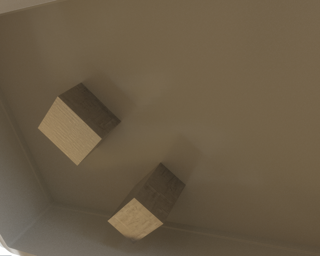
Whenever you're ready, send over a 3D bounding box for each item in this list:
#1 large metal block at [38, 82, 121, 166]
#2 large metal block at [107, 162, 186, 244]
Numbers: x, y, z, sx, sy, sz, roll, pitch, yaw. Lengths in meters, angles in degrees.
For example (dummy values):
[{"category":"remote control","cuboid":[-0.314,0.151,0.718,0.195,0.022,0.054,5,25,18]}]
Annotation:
[{"category":"large metal block","cuboid":[-0.118,-0.005,0.452,0.080,0.050,0.080,45,129,-3]},{"category":"large metal block","cuboid":[-0.019,0.109,0.450,0.050,0.080,0.080,43,129,-1]}]
